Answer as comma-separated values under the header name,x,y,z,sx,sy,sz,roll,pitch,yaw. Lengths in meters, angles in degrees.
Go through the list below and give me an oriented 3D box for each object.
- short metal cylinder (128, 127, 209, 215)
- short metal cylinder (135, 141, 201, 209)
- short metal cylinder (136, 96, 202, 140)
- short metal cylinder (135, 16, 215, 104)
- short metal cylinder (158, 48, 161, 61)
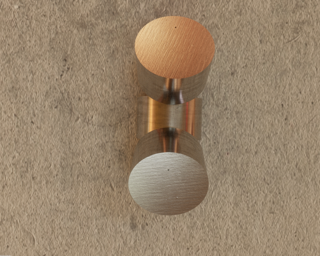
name,x,y,z,sx,sy,sz,roll,pitch,yaw
short metal cylinder,0.009,0.046,0.332,0.080,0.050,0.079,0,118,1
short metal cylinder,0.010,0.058,0.399,0.081,0.050,0.080,0,90,0
short metal cylinder,0.012,-0.011,0.384,0.081,0.080,0.050,2,90,0
short metal cylinder,0.015,-0.072,0.334,0.081,0.050,0.080,1,65,-1
short metal cylinder,0.012,-0.077,0.399,0.081,0.050,0.080,0,90,0
